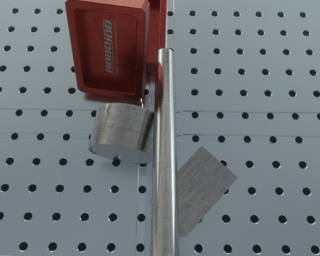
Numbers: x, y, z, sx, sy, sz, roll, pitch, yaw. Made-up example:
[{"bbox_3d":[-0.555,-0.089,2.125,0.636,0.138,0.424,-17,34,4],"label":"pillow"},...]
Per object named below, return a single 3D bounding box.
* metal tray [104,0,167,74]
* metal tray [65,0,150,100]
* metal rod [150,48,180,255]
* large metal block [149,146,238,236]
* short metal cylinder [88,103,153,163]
[{"bbox_3d":[-0.036,-0.145,0.461,0.091,0.030,0.130,2,70,0],"label":"metal tray"},{"bbox_3d":[-0.062,-0.099,0.391,0.091,0.129,0.030,8,45,3],"label":"metal tray"},{"bbox_3d":[0.005,0.023,0.327,0.025,0.025,0.300,1,54,0],"label":"metal rod"},{"bbox_3d":[0.035,0.076,0.355,0.050,0.080,0.080,42,75,13],"label":"large metal block"},{"bbox_3d":[-0.042,0.009,0.379,0.080,0.080,0.050,8,70,3],"label":"short metal cylinder"}]
